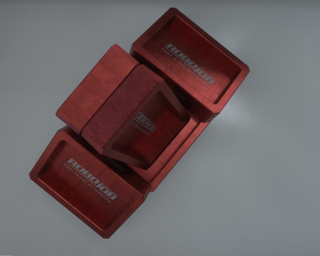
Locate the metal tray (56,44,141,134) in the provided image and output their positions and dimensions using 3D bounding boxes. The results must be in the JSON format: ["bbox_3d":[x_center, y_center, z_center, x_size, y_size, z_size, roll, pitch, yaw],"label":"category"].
[{"bbox_3d":[-0.059,-0.037,0.355,0.030,0.130,0.090,40,90,0],"label":"metal tray"}]

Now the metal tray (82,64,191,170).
[{"bbox_3d":[-0.018,-0.004,0.345,0.030,0.130,0.090,40,90,23],"label":"metal tray"}]

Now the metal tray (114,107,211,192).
[{"bbox_3d":[-0.006,0.006,0.407,0.090,0.030,0.130,39,90,-1],"label":"metal tray"}]

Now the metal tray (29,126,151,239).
[{"bbox_3d":[-0.088,0.067,0.389,0.130,0.030,0.090,40,114,-1],"label":"metal tray"}]

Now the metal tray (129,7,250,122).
[{"bbox_3d":[0.038,-0.081,0.390,0.130,0.030,0.090,39,64,0],"label":"metal tray"}]
